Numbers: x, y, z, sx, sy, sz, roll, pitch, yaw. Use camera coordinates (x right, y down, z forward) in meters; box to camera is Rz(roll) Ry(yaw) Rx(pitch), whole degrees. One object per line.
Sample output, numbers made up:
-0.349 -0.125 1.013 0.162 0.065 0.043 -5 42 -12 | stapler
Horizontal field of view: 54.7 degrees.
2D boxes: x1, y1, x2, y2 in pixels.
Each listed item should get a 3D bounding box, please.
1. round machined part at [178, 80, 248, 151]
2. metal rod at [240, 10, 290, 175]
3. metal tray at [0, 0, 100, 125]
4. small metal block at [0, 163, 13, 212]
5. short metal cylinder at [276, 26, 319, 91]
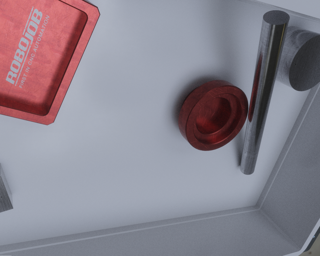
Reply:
0.068 -0.020 0.424 0.099 0.042 0.097 -14 125 -21 | round machined part
0.133 -0.019 0.422 0.025 0.025 0.299 -27 144 -12 | metal rod
-0.125 -0.073 0.292 0.091 0.030 0.129 17 110 -35 | metal tray
-0.198 0.072 0.346 0.050 0.025 0.050 -15 125 -21 | small metal block
0.197 -0.099 0.442 0.081 0.050 0.079 -14 125 -21 | short metal cylinder
